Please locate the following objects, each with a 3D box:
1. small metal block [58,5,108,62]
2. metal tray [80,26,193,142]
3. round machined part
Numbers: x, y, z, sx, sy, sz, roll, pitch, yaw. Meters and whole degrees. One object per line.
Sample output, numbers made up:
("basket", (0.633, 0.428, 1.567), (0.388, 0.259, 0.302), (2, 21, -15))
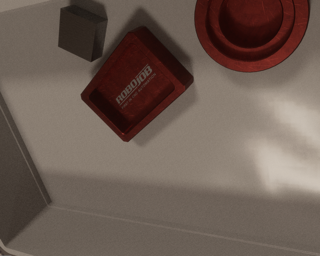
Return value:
("small metal block", (-0.097, -0.118, 0.385), (0.050, 0.025, 0.050), (27, 128, 11))
("metal tray", (-0.033, -0.050, 0.390), (0.090, 0.030, 0.129), (46, 129, -5))
("round machined part", (0.085, -0.105, 0.287), (0.098, 0.042, 0.097), (13, 124, 20))
